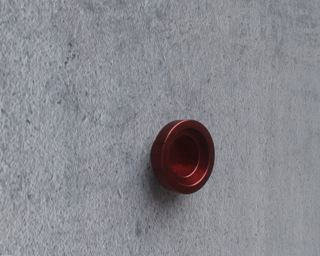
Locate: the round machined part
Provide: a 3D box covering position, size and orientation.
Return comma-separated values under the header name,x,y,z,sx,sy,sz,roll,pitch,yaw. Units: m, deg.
name,x,y,z,sx,sy,sz,roll,pitch,yaw
round machined part,0.026,0.037,0.419,0.099,0.042,0.097,0,90,-40
